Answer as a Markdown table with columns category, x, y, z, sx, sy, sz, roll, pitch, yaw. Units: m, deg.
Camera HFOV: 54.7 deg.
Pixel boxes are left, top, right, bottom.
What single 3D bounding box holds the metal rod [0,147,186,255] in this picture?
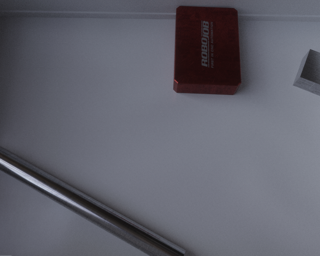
| category | x | y | z | sx | sy | sz | roll | pitch | yaw |
| --- | --- | --- | --- | --- | --- | --- | --- | --- | --- |
| metal rod | -0.109 | 0.085 | 0.377 | 0.301 | 0.025 | 0.025 | 26 | 72 | 9 |

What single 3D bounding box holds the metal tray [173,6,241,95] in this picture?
| category | x | y | z | sx | sy | sz | roll | pitch | yaw |
| --- | --- | --- | --- | --- | --- | --- | --- | --- | --- |
| metal tray | 0.067 | -0.114 | 0.450 | 0.091 | 0.030 | 0.130 | 2 | 70 | 0 |

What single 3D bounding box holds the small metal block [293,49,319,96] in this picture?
| category | x | y | z | sx | sy | sz | roll | pitch | yaw |
| --- | --- | --- | --- | --- | --- | --- | --- | --- | --- |
| small metal block | 0.226 | -0.077 | 0.441 | 0.050 | 0.025 | 0.050 | 24 | 72 | 8 |
